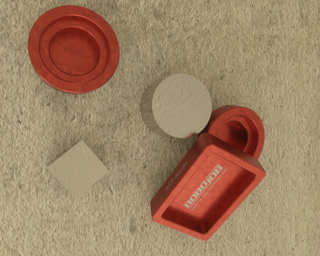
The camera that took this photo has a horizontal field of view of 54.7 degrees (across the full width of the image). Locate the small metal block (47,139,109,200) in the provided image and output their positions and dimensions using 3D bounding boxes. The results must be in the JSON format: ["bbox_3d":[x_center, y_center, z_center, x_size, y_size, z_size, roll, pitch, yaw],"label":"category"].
[{"bbox_3d":[-0.099,0.048,0.373,0.050,0.025,0.050,-41,103,-16],"label":"small metal block"}]

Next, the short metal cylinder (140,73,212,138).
[{"bbox_3d":[0.020,-0.027,0.404,0.081,0.050,0.079,0,90,-20],"label":"short metal cylinder"}]

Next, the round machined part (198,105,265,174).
[{"bbox_3d":[0.093,0.016,0.429,0.099,0.042,0.097,-6,104,-25],"label":"round machined part"}]

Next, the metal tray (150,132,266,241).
[{"bbox_3d":[0.058,0.079,0.396,0.090,0.030,0.129,27,111,-19],"label":"metal tray"}]

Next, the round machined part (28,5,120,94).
[{"bbox_3d":[-0.100,-0.088,0.363,0.099,0.042,0.097,0,90,-21],"label":"round machined part"}]
